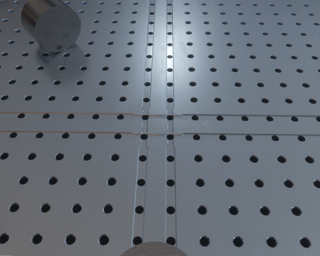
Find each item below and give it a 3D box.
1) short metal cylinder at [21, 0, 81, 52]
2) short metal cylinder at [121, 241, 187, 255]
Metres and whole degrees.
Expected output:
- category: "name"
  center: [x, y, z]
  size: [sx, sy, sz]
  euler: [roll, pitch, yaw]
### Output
- category: "short metal cylinder"
  center: [-0.181, -0.175, 0.517]
  size: [0.080, 0.080, 0.050]
  euler: [-33, 57, -24]
- category: "short metal cylinder"
  center: [-0.005, 0.147, 0.268]
  size: [0.081, 0.050, 0.080]
  euler: [0, 50, 0]
